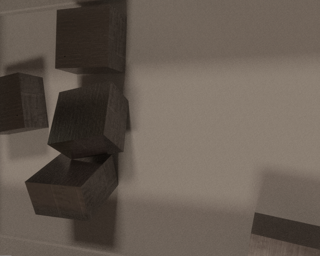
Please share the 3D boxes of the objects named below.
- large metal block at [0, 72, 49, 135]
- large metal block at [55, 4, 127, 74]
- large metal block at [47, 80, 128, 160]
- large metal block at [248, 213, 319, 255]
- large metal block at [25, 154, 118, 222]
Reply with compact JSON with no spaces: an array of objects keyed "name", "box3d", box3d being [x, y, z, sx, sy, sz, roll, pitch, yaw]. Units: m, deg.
[{"name":"large metal block","box3d":[-0.225,-0.034,0.474,0.080,0.050,0.080,-9,87,19]},{"name":"large metal block","box3d":[-0.094,-0.119,0.429,0.080,0.050,0.079,2,91,19]},{"name":"large metal block","box3d":[-0.092,-0.009,0.412,0.080,0.050,0.080,-10,59,19]},{"name":"large metal block","box3d":[0.138,0.134,0.333,0.080,0.080,0.050,8,93,19]},{"name":"large metal block","box3d":[-0.113,0.074,0.413,0.080,0.080,0.050,1,114,19]}]
